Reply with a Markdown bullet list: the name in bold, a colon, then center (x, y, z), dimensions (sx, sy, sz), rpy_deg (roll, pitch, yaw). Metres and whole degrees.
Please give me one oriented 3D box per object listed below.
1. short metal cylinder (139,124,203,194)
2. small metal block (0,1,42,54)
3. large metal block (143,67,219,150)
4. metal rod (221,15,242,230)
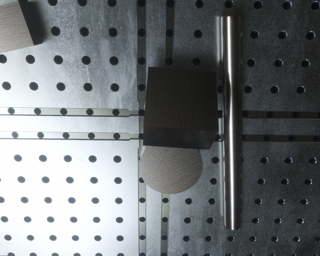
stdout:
- **short metal cylinder**: center (0.014, 0.041, 0.415), dimensions (0.081, 0.050, 0.079), rpy_deg (0, 110, -1)
- **small metal block**: center (-0.177, -0.118, 0.367), dimensions (0.050, 0.025, 0.050), rpy_deg (-12, 110, 4)
- **large metal block**: center (0.023, -0.023, 0.369), dimensions (0.081, 0.080, 0.050), rpy_deg (4, 152, -2)
- **metal rod**: center (0.098, 0.007, 0.417), dimensions (0.025, 0.025, 0.298), rpy_deg (-5, 110, 1)
